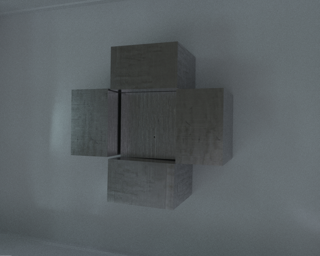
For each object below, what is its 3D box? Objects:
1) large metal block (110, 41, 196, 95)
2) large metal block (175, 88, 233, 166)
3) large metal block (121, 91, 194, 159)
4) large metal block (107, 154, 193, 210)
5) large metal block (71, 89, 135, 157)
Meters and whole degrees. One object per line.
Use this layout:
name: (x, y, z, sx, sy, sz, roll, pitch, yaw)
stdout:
large metal block: (-0.005, -0.068, 0.381, 0.080, 0.080, 0.050, 1, 91, 20)
large metal block: (0.054, -0.002, 0.361, 0.050, 0.080, 0.080, 1, 90, 20)
large metal block: (-0.002, -0.004, 0.395, 0.080, 0.050, 0.080, 1, 90, 20)
large metal block: (-0.009, 0.062, 0.383, 0.080, 0.080, 0.050, 2, 91, 20)
large metal block: (-0.070, -0.007, 0.405, 0.050, 0.080, 0.080, 1, 90, 20)
